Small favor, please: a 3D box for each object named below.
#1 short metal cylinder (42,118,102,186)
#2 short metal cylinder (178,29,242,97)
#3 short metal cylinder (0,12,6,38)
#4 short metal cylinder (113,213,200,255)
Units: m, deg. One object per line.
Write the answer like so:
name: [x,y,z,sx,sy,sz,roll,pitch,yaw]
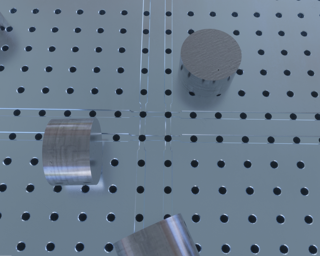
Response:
short metal cylinder: [-0.101,0.028,0.371,0.050,0.080,0.080,-1,70,-1]
short metal cylinder: [0.068,-0.090,0.432,0.081,0.050,0.080,0,70,0]
short metal cylinder: [-0.279,-0.163,0.455,0.081,0.050,0.080,0,70,-1]
short metal cylinder: [-0.003,0.132,0.334,0.080,0.080,0.050,-22,72,-8]
